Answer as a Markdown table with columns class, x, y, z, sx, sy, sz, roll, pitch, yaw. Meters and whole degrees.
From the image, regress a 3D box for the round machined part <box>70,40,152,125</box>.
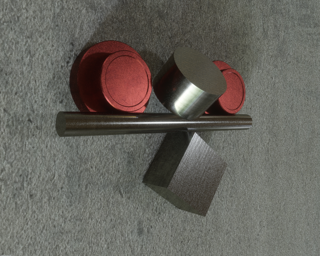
| class | x | y | z | sx | sy | sz | roll | pitch | yaw |
| --- | --- | --- | --- | --- | --- | --- | --- | --- | --- |
| round machined part | -0.048 | -0.051 | 0.354 | 0.099 | 0.042 | 0.097 | 0 | 90 | -40 |

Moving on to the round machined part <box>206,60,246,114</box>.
| class | x | y | z | sx | sy | sz | roll | pitch | yaw |
| --- | --- | --- | --- | --- | --- | --- | --- | --- | --- |
| round machined part | 0.094 | -0.054 | 0.473 | 0.099 | 0.042 | 0.097 | 0 | 90 | -40 |

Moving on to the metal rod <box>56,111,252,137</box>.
| class | x | y | z | sx | sy | sz | roll | pitch | yaw |
| --- | --- | --- | --- | --- | --- | --- | --- | --- | --- |
| metal rod | 0.020 | -0.007 | 0.395 | 0.302 | 0.025 | 0.025 | -1 | 91 | -40 |

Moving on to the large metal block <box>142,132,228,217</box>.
| class | x | y | z | sx | sy | sz | roll | pitch | yaw |
| --- | --- | --- | --- | --- | --- | --- | --- | --- | --- |
| large metal block | 0.036 | 0.060 | 0.417 | 0.080 | 0.050 | 0.080 | 43 | 64 | -32 |

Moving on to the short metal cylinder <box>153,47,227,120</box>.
| class | x | y | z | sx | sy | sz | roll | pitch | yaw |
| --- | --- | --- | --- | --- | --- | --- | --- | --- | --- |
| short metal cylinder | 0.038 | -0.057 | 0.397 | 0.080 | 0.050 | 0.080 | 22 | 43 | -22 |
